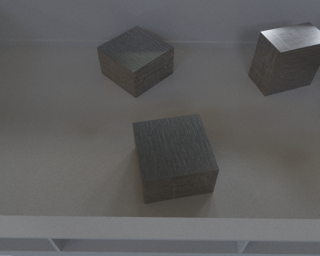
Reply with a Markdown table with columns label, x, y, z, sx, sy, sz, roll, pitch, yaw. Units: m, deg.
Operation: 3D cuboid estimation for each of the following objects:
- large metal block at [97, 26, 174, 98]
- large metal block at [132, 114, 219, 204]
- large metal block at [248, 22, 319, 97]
| label | x | y | z | sx | sy | sz | roll | pitch | yaw |
| --- | --- | --- | --- | --- | --- | --- | --- | --- | --- |
| large metal block | -0.036 | -0.103 | 0.475 | 0.080 | 0.050 | 0.080 | 37 | 59 | 27 |
| large metal block | 0.015 | 0.034 | 0.360 | 0.081 | 0.050 | 0.080 | -8 | 51 | -7 |
| large metal block | 0.186 | -0.100 | 0.455 | 0.081 | 0.080 | 0.050 | -15 | 52 | -12 |
